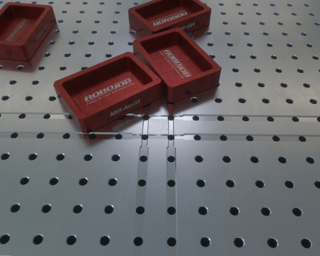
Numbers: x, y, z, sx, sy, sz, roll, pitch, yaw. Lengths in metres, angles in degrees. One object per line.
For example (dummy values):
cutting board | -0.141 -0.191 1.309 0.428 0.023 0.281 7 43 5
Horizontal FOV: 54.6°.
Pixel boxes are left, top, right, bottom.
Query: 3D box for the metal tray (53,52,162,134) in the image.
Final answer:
metal tray | -0.074 -0.056 0.451 0.131 0.030 0.090 -28 56 -22

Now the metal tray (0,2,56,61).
metal tray | -0.253 -0.174 0.549 0.090 0.030 0.130 7 50 5

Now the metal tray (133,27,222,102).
metal tray | 0.024 -0.105 0.492 0.091 0.030 0.130 -22 54 -18

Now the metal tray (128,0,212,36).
metal tray | 0.018 -0.208 0.579 0.131 0.030 0.090 -27 55 -21
